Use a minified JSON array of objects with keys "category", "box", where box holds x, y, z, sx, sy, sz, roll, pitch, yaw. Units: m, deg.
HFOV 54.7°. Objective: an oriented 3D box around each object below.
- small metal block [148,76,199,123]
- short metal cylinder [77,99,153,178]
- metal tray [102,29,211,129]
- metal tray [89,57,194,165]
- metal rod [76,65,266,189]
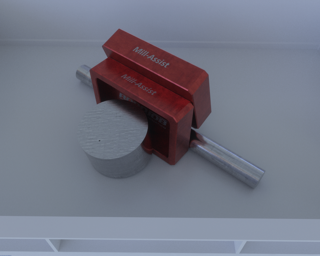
[{"category":"small metal block","box":[0.019,-0.042,0.438,0.050,0.025,0.050,33,57,24]},{"category":"short metal cylinder","box":[-0.051,0.013,0.368,0.080,0.050,0.080,-3,57,4]},{"category":"metal tray","box":[-0.002,-0.058,0.377,0.130,0.090,0.030,32,74,23]},{"category":"metal tray","box":[-0.024,-0.020,0.378,0.130,0.089,0.030,32,57,23]},{"category":"metal rod","box":[-0.002,-0.013,0.416,0.300,0.025,0.025,32,57,23]}]
